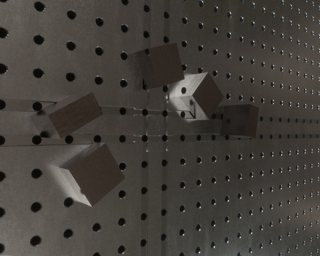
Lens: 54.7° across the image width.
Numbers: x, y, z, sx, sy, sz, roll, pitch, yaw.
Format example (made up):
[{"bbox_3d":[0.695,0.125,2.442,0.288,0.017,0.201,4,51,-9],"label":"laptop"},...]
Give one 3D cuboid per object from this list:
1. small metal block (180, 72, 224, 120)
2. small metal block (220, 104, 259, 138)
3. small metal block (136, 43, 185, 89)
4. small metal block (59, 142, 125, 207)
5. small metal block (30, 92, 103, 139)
[{"bbox_3d":[0.064,-0.047,0.465,0.050,0.025,0.050,51,60,-28],"label":"small metal block"},{"bbox_3d":[0.130,-0.010,0.504,0.025,0.050,0.050,15,81,-40],"label":"small metal block"},{"bbox_3d":[0.002,-0.083,0.412,0.050,0.025,0.050,-23,105,-38],"label":"small metal block"},{"bbox_3d":[-0.075,0.051,0.348,0.050,0.025,0.050,-39,114,-33],"label":"small metal block"},{"bbox_3d":[-0.095,-0.013,0.314,0.050,0.050,0.025,-36,113,-34],"label":"small metal block"}]
